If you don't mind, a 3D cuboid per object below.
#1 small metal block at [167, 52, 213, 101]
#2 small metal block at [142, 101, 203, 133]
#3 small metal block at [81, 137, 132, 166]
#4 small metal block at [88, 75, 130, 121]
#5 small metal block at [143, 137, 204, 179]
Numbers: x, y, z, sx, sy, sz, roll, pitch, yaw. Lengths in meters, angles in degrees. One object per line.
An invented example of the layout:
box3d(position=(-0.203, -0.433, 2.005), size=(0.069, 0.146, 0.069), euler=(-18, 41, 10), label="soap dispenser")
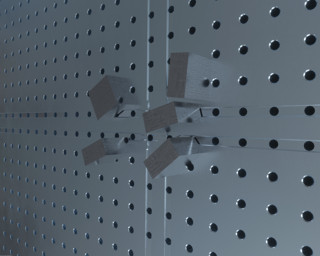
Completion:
box3d(position=(0.036, -0.059, 0.365), size=(0.025, 0.050, 0.050), euler=(9, 96, 40), label="small metal block")
box3d(position=(0.016, -0.012, 0.381), size=(0.050, 0.050, 0.025), euler=(-19, 78, 38), label="small metal block")
box3d(position=(-0.079, 0.035, 0.459), size=(0.050, 0.050, 0.025), euler=(-27, 73, 37), label="small metal block")
box3d(position=(-0.079, -0.045, 0.476), size=(0.050, 0.025, 0.050), euler=(-35, 69, 34), label="small metal block")
box3d(position=(0.017, 0.036, 0.380), size=(0.050, 0.050, 0.025), euler=(-45, 63, 31), label="small metal block")
